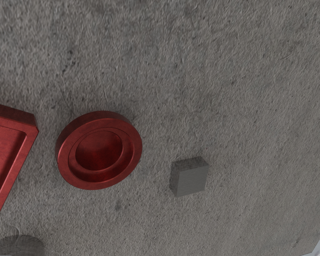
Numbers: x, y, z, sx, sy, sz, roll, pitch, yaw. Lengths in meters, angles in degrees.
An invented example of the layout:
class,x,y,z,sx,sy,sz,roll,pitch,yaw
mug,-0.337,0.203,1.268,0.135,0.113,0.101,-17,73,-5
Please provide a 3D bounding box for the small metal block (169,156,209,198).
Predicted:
class,x,y,z,sx,sy,sz,roll,pitch,yaw
small metal block,0.044,0.075,0.478,0.050,0.025,0.050,-9,123,-24

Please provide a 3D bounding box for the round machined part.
class,x,y,z,sx,sy,sz,roll,pitch,yaw
round machined part,-0.074,0.022,0.369,0.099,0.042,0.097,-14,124,-21

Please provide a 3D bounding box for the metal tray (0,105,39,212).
class,x,y,z,sx,sy,sz,roll,pitch,yaw
metal tray,-0.195,0.034,0.318,0.091,0.030,0.129,20,108,-36

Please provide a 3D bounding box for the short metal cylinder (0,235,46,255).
class,x,y,z,sx,sy,sz,roll,pitch,yaw
short metal cylinder,-0.190,0.188,0.403,0.081,0.050,0.079,-14,124,-21
